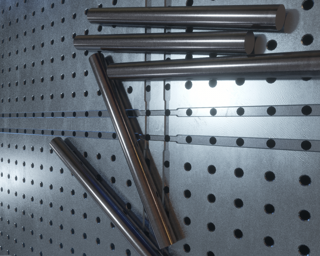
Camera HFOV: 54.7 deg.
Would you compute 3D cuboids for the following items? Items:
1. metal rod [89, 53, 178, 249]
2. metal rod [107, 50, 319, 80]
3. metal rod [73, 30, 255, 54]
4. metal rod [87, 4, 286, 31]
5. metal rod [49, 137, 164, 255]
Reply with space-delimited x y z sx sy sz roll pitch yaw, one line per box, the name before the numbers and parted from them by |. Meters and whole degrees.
metal rod | -0.045 0.020 0.443 0.025 0.025 0.299 -35 68 34
metal rod | 0.045 -0.071 0.370 0.300 0.025 0.025 7 94 39
metal rod | -0.019 -0.117 0.423 0.300 0.025 0.025 13 98 39
metal rod | 0.007 -0.144 0.401 0.300 0.025 0.025 17 101 38
metal rod | -0.090 0.107 0.481 0.300 0.025 0.025 39 114 32
